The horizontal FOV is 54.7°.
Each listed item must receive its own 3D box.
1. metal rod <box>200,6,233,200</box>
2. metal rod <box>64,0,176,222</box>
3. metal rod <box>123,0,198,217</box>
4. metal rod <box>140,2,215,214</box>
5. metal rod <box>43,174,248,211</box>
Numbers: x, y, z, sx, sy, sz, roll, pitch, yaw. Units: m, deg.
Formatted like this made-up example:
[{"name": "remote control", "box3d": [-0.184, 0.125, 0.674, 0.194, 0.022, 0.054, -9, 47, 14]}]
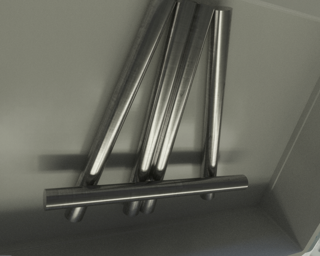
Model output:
[{"name": "metal rod", "box3d": [0.076, -0.013, 0.440, 0.025, 0.025, 0.298, -15, 125, -20]}, {"name": "metal rod", "box3d": [-0.055, -0.010, 0.371, 0.025, 0.025, 0.298, 13, 112, -34]}, {"name": "metal rod", "box3d": [-0.007, -0.008, 0.398, 0.025, 0.025, 0.298, 1, 118, -29]}, {"name": "metal rod", "box3d": [0.014, -0.008, 0.410, 0.025, 0.025, 0.298, 1, 118, -29]}, {"name": "metal rod", "box3d": [0.001, 0.085, 0.426, 0.303, 0.025, 0.025, 1, 118, -29]}]
